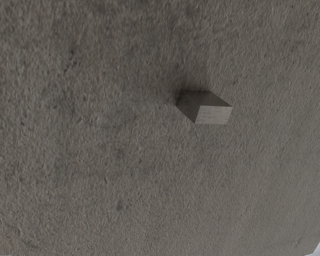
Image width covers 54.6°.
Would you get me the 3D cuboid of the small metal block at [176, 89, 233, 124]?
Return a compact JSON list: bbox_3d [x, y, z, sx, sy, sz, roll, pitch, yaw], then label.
[{"bbox_3d":[0.057,-0.028,0.404,0.050,0.050,0.025,0,118,-29],"label":"small metal block"}]
